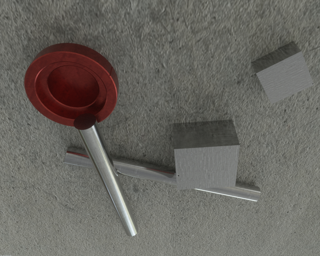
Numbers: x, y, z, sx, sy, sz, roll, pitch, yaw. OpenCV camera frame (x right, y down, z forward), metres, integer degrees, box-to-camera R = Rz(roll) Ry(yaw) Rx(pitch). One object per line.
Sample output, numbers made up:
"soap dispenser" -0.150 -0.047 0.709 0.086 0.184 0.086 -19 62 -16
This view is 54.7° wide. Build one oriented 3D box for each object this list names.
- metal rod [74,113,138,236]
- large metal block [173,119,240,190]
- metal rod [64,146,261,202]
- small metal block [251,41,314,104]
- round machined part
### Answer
"metal rod" -0.067 0.089 0.453 0.025 0.025 0.298 -5 139 4
"large metal block" 0.061 0.037 0.424 0.080 0.050 0.079 -4 130 3
"metal rod" 0.012 0.072 0.468 0.302 0.025 0.025 13 129 -12
"small metal block" 0.141 -0.063 0.356 0.050 0.025 0.050 -26 126 20
"round machined part" -0.096 -0.051 0.351 0.099 0.042 0.097 -1 130 0
